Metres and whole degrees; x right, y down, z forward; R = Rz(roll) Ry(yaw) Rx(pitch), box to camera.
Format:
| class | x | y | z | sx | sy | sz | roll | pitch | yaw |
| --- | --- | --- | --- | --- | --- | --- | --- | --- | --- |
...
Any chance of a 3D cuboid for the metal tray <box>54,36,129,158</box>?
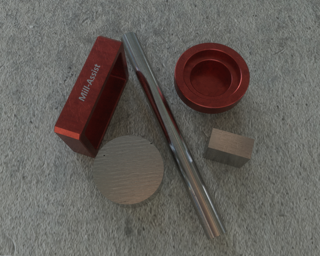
| class | x | y | z | sx | sy | sz | roll | pitch | yaw |
| --- | --- | --- | --- | --- | --- | --- | --- | --- | --- |
| metal tray | -0.079 | -0.036 | 0.387 | 0.030 | 0.090 | 0.130 | 17 | 71 | 6 |

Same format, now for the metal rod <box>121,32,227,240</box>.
| class | x | y | z | sx | sy | sz | roll | pitch | yaw |
| --- | --- | --- | --- | --- | --- | --- | --- | --- | --- |
| metal rod | 0.011 | -0.003 | 0.411 | 0.025 | 0.025 | 0.299 | -21 | 72 | -8 |

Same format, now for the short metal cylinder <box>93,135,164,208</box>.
| class | x | y | z | sx | sy | sz | roll | pitch | yaw |
| --- | --- | --- | --- | --- | --- | --- | --- | --- | --- |
| short metal cylinder | -0.036 | 0.054 | 0.375 | 0.081 | 0.050 | 0.080 | 0 | 70 | 0 |

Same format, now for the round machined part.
| class | x | y | z | sx | sy | sz | roll | pitch | yaw |
| --- | --- | --- | --- | --- | --- | --- | --- | --- | --- |
| round machined part | 0.068 | -0.064 | 0.424 | 0.099 | 0.042 | 0.098 | 0 | 70 | -1 |

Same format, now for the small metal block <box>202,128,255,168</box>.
| class | x | y | z | sx | sy | sz | roll | pitch | yaw |
| --- | --- | --- | --- | --- | --- | --- | --- | --- | --- |
| small metal block | 0.083 | 0.026 | 0.385 | 0.050 | 0.050 | 0.025 | 16 | 71 | 5 |
